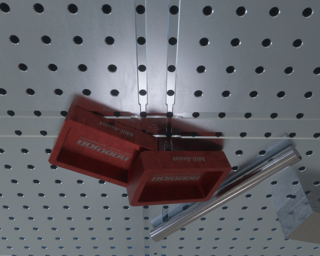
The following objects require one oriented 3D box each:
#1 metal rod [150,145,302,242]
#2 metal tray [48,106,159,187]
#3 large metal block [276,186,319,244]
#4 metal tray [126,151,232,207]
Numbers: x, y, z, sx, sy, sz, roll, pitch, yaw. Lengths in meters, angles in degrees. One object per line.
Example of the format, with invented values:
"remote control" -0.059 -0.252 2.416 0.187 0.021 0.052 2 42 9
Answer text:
"metal rod" 0.093 0.119 0.513 0.025 0.025 0.299 35 122 -26
"metal tray" -0.078 0.032 0.434 0.131 0.030 0.089 21 127 -18
"large metal block" 0.261 0.150 0.526 0.081 0.050 0.079 13 129 -11
"metal tray" 0.026 0.073 0.445 0.131 0.030 0.089 2 135 -22
